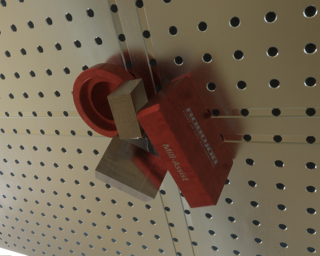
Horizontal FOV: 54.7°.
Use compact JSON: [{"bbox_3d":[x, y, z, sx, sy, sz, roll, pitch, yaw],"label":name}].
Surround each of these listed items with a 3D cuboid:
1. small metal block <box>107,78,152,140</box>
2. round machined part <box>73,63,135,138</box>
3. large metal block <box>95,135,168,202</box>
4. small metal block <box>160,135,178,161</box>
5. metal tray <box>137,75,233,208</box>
[{"bbox_3d":[-0.032,-0.022,0.344,0.025,0.050,0.050,-7,115,15],"label":"small metal block"},{"bbox_3d":[-0.061,-0.039,0.406,0.098,0.042,0.097,13,124,20],"label":"round machined part"},{"bbox_3d":[-0.040,0.059,0.421,0.080,0.050,0.080,27,161,-3],"label":"large metal block"},{"bbox_3d":[0.028,0.030,0.407,0.050,0.025,0.050,19,131,30],"label":"small metal block"},{"bbox_3d":[0.035,0.015,0.359,0.030,0.090,0.130,-19,109,35],"label":"metal tray"}]
